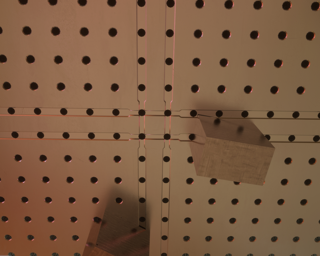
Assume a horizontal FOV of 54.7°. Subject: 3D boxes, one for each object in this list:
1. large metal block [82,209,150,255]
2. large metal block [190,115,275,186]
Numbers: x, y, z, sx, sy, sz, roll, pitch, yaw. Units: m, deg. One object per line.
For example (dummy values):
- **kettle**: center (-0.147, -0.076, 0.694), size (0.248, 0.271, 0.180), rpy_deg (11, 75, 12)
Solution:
- **large metal block**: center (-0.063, 0.177, 0.449), size (0.080, 0.080, 0.050), rpy_deg (31, 107, -11)
- **large metal block**: center (0.087, 0.026, 0.395), size (0.081, 0.080, 0.050), rpy_deg (9, 110, -4)
